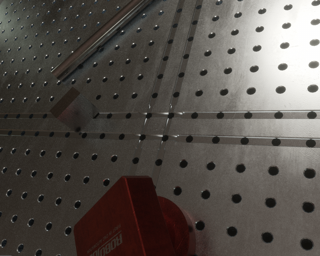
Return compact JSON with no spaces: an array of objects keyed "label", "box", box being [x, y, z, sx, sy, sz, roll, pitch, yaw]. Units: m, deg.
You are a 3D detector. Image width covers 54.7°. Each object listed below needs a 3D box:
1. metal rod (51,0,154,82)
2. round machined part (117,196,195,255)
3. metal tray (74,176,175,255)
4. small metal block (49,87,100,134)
[{"label":"metal rod","box":[-0.076,-0.194,0.564,0.300,0.025,0.025,-42,51,-1]},{"label":"round machined part","box":[-0.016,0.119,0.331,0.098,0.042,0.098,-13,56,20]},{"label":"metal tray","box":[-0.042,0.116,0.307,0.129,0.030,0.090,-47,50,38]},{"label":"small metal block","box":[-0.129,-0.026,0.474,0.050,0.050,0.025,-49,52,-6]}]
